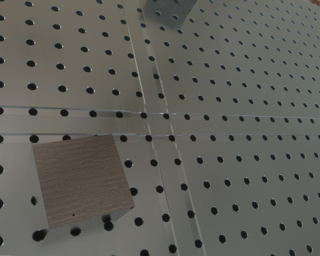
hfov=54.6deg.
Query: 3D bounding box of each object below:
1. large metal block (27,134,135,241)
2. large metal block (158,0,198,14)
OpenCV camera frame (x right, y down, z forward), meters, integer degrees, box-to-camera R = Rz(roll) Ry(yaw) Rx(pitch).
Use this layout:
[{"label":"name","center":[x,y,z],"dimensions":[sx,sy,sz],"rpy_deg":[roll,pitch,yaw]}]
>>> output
[{"label":"large metal block","center":[-0.082,0.057,0.313],"dimensions":[0.081,0.050,0.080],"rpy_deg":[-8,66,-32]},{"label":"large metal block","center":[0.030,-0.270,0.572],"dimensions":[0.080,0.050,0.080],"rpy_deg":[17,55,-19]}]
